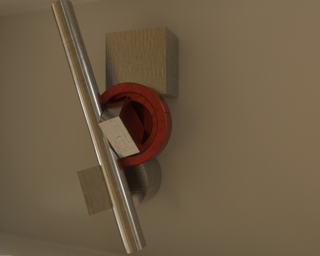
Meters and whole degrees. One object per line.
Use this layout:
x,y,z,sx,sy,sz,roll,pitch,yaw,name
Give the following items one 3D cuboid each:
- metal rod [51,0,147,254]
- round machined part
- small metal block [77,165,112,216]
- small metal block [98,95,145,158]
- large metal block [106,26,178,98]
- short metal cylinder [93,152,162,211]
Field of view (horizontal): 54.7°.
-0.073,-0.007,0.359,0.025,0.025,0.299,-20,84,18,metal rod
-0.032,-0.005,0.379,0.098,0.042,0.097,0,90,19,round machined part
-0.078,0.073,0.366,0.025,0.050,0.050,-16,83,-14,small metal block
-0.043,-0.002,0.359,0.025,0.050,0.050,-19,119,15,small metal block
-0.022,-0.080,0.401,0.080,0.050,0.079,0,90,19,large metal block
-0.044,0.066,0.411,0.080,0.050,0.079,0,90,19,short metal cylinder
